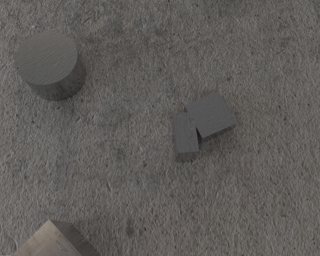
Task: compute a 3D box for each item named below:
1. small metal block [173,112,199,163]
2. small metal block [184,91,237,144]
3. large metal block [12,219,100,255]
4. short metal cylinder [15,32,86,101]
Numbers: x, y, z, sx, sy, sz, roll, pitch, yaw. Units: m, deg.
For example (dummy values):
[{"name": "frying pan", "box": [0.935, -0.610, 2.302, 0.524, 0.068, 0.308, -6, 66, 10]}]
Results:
[{"name": "small metal block", "box": [0.031, 0.013, 0.390, 0.025, 0.050, 0.050, -4, 70, -2]}, {"name": "small metal block", "box": [0.066, -0.014, 0.414, 0.050, 0.025, 0.050, -23, 72, -9]}, {"name": "large metal block", "box": [-0.097, 0.146, 0.325, 0.080, 0.080, 0.050, 42, 75, 13]}, {"name": "short metal cylinder", "box": [-0.147, -0.083, 0.424, 0.081, 0.050, 0.080, 0, 70, 0]}]
